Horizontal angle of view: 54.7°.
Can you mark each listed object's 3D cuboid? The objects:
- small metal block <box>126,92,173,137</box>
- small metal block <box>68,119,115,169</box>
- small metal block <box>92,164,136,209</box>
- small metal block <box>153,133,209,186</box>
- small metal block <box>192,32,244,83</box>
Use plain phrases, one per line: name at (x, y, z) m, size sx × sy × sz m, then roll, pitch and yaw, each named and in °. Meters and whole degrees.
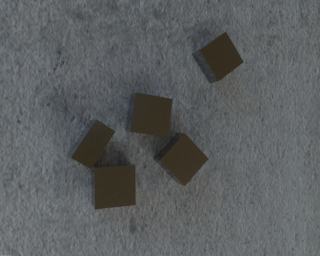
small metal block at (-0.014, -0.017, 0.405) m, size 0.050 × 0.025 × 0.050 m, roll 8°, pitch 87°, yaw -20°
small metal block at (-0.082, 0.018, 0.366) m, size 0.025 × 0.050 × 0.050 m, roll 35°, pitch 79°, yaw -17°
small metal block at (-0.058, 0.071, 0.388) m, size 0.050 × 0.025 × 0.050 m, roll -1°, pitch 91°, yaw -21°
small metal block at (0.029, 0.042, 0.421) m, size 0.050 × 0.025 × 0.050 m, roll -47°, pitch 105°, yaw -14°
small metal block at (0.082, -0.100, 0.441) m, size 0.050 × 0.025 × 0.050 m, roll -38°, pitch 102°, yaw -16°
